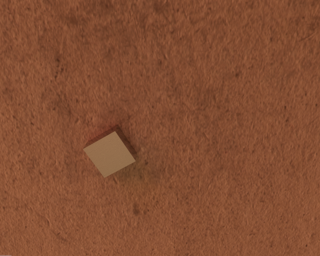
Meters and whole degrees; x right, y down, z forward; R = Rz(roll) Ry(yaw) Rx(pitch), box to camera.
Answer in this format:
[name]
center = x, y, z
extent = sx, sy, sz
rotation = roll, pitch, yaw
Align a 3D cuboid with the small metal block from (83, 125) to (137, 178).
[small metal block]
center = -0.067, 0.032, 0.421
extent = 0.050, 0.025, 0.050
rotation = -29, 108, 10
